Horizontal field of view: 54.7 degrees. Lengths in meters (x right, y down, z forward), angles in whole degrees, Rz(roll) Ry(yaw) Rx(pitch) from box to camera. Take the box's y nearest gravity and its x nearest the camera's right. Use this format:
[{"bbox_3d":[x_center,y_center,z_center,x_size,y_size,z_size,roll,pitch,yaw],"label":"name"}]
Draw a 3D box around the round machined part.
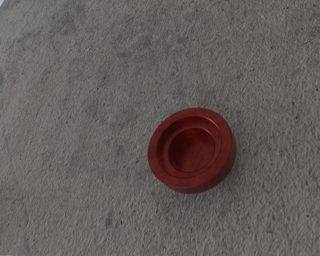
[{"bbox_3d":[0.039,0.029,0.355,0.098,0.042,0.098,-13,56,21],"label":"round machined part"}]
